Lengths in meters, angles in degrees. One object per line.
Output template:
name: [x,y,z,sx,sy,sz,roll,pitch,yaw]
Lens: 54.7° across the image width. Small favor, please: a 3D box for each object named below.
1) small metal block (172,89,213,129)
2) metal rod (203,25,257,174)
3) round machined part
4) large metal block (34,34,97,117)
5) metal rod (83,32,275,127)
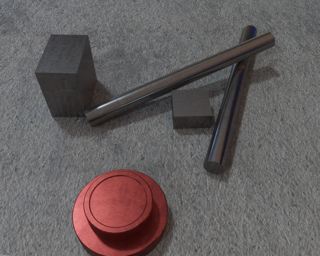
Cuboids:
small metal block: [0.042,-0.026,0.426,0.050,0.025,0.050,-1,50,-2]
metal rod: [0.111,-0.062,0.456,0.025,0.025,0.300,15,51,11]
round machined part: [-0.041,0.084,0.321,0.099,0.042,0.098,0,50,0]
large metal block: [-0.124,-0.071,0.426,0.050,0.080,0.080,1,50,1]
metal rod: [0.036,-0.075,0.446,0.302,0.025,0.025,-25,55,-13]
